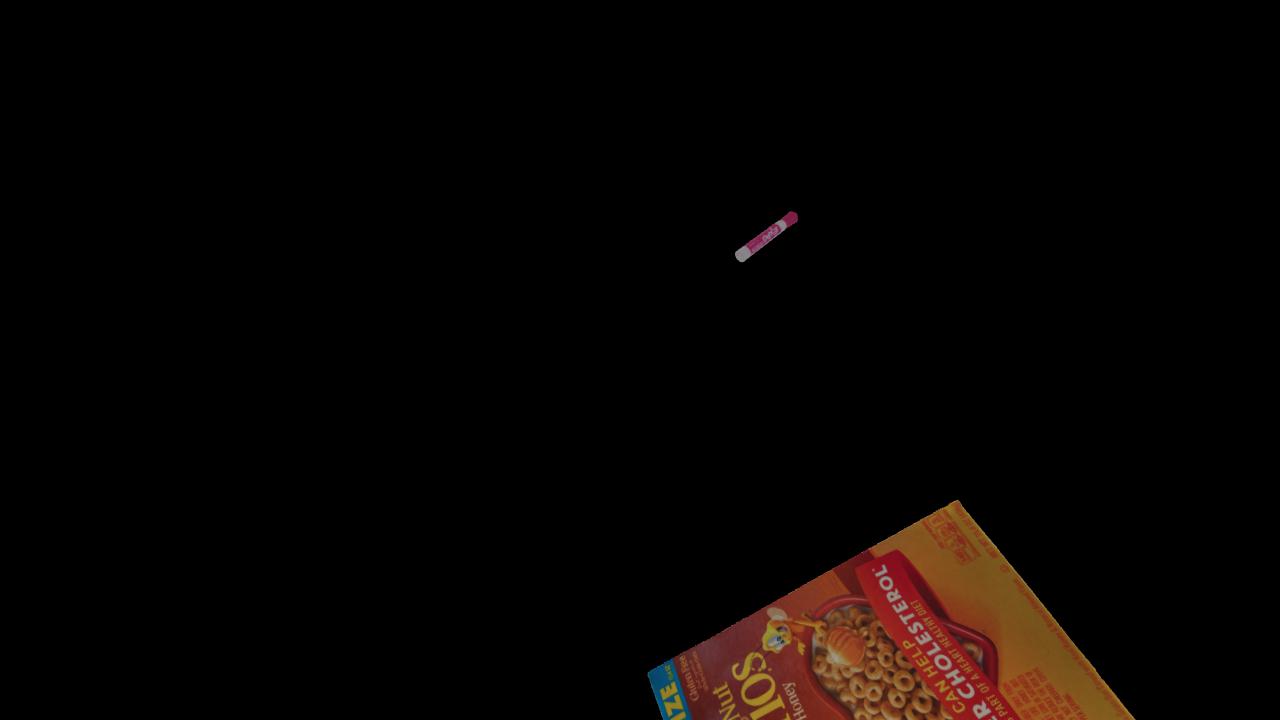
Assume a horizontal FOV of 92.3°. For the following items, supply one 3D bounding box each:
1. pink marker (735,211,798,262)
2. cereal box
[{"bbox_3d":[0.187,-0.182,0.898,0.121,0.020,0.020,-38,14,-19],"label":"pink marker"},{"bbox_3d":[0.176,0.275,0.471,0.306,0.203,0.081,-32,-43,8],"label":"cereal box"}]
